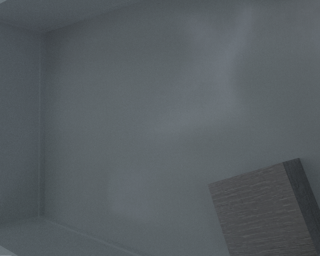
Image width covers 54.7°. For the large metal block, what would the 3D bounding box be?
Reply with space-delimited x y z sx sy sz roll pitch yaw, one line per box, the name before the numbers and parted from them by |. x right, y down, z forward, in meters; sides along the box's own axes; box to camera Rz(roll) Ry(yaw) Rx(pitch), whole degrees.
large metal block | 0.105 0.081 0.303 0.080 0.050 0.080 -26 74 36
